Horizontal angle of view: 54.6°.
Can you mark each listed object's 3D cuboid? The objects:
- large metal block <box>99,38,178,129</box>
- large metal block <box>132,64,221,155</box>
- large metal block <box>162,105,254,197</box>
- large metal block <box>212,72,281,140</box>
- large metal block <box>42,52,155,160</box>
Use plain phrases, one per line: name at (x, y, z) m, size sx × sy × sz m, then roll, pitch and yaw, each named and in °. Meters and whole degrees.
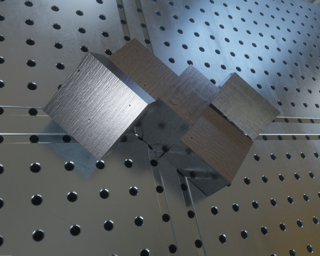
large metal block at (-0.035, -0.059, 0.409) m, size 0.080 × 0.050 × 0.080 m, roll 42°, pitch 52°, yaw -1°
large metal block at (0.020, -0.023, 0.396) m, size 0.050 × 0.080 × 0.080 m, roll 42°, pitch 51°, yaw -2°
large metal block at (0.064, 0.028, 0.409) m, size 0.080 × 0.050 × 0.080 m, roll 41°, pitch 51°, yaw 1°
large metal block at (0.116, -0.034, 0.448) m, size 0.080 × 0.050 × 0.080 m, roll 42°, pitch 11°, yaw 0°
large metal block at (-0.065, -0.025, 0.344) m, size 0.080 × 0.080 × 0.050 m, roll 42°, pitch 12°, yaw 0°
